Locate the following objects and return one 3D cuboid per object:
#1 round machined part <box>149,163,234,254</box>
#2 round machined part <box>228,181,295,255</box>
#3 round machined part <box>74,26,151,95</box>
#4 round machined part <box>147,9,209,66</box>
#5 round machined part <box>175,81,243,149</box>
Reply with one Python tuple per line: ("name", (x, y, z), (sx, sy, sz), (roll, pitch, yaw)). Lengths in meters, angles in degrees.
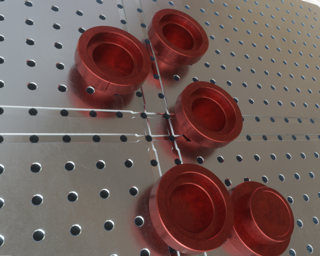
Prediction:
("round machined part", (0.032, 0.094, 0.357), (0.099, 0.042, 0.098), (13, 56, -21))
("round machined part", (0.131, 0.114, 0.397), (0.099, 0.042, 0.098), (13, 56, -21))
("round machined part", (-0.065, -0.085, 0.414), (0.099, 0.042, 0.098), (13, 56, -21))
("round machined part", (0.025, -0.139, 0.495), (0.099, 0.042, 0.098), (13, 56, -21))
("round machined part", (0.065, -0.015, 0.440), (0.099, 0.042, 0.098), (13, 56, -21))
